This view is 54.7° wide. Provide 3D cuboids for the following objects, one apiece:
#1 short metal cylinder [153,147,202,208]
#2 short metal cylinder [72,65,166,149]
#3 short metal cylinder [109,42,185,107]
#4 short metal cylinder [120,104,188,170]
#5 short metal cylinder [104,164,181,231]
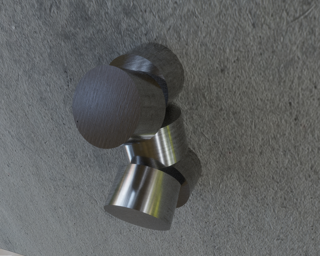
[{"bbox_3d":[0.012,0.063,0.425,0.080,0.050,0.079,13,124,21],"label":"short metal cylinder"},{"bbox_3d":[-0.041,-0.021,0.317,0.080,0.050,0.079,2,94,27],"label":"short metal cylinder"},{"bbox_3d":[-0.017,-0.056,0.367,0.080,0.050,0.079,13,124,21],"label":"short metal cylinder"},{"bbox_3d":[-0.009,0.009,0.384,0.080,0.080,0.050,2,119,27],"label":"short metal cylinder"},{"bbox_3d":[-0.020,0.084,0.369,0.080,0.050,0.080,14,151,8],"label":"short metal cylinder"}]
